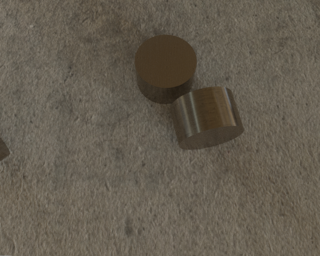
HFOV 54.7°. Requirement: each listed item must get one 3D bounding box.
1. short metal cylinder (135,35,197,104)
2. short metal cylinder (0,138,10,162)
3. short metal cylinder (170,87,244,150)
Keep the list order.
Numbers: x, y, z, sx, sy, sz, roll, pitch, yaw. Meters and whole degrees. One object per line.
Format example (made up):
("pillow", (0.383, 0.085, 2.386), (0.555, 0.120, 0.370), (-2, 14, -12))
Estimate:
("short metal cylinder", (0.007, -0.079, 0.424), (0.081, 0.050, 0.080), (0, 70, 0))
("short metal cylinder", (-0.229, 0.018, 0.370), (0.050, 0.080, 0.080), (-41, 75, -13))
("short metal cylinder", (0.057, -0.010, 0.383), (0.081, 0.080, 0.050), (-11, 71, -4))
